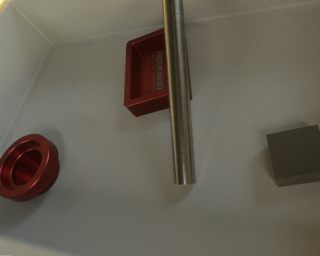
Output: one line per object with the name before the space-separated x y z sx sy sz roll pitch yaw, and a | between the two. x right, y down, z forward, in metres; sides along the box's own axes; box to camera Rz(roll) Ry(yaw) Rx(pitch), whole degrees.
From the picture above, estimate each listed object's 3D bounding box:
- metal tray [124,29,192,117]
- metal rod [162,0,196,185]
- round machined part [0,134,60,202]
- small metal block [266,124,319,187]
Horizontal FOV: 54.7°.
metal tray | -0.005 -0.087 0.456 0.090 0.030 0.130 -15 56 19
metal rod | 0.019 -0.085 0.368 0.025 0.025 0.298 -6 84 25
round machined part | -0.188 0.061 0.454 0.098 0.042 0.098 -13 56 20
small metal block | 0.140 0.029 0.314 0.050 0.025 0.050 -13 56 20
